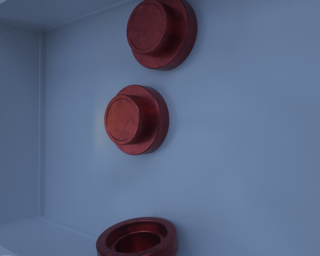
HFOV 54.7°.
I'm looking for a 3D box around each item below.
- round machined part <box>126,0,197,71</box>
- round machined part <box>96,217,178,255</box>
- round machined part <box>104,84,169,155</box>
[{"bbox_3d":[-0.005,-0.125,0.398,0.098,0.042,0.097,0,90,39],"label":"round machined part"},{"bbox_3d":[-0.026,0.151,0.380,0.098,0.099,0.042,0,102,39],"label":"round machined part"},{"bbox_3d":[-0.039,-0.011,0.426,0.098,0.042,0.097,0,90,39],"label":"round machined part"}]
